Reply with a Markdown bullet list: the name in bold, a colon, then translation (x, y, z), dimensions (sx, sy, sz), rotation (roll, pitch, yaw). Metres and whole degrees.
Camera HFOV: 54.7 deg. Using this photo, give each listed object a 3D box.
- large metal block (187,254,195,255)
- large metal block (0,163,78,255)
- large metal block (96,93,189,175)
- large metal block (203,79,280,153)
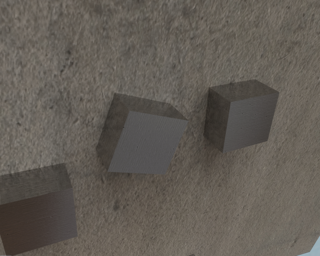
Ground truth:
- **large metal block**: translation (0.046, 0.297, 0.583), dimensions (0.081, 0.080, 0.050), rotation (-9, 122, -24)
- **large metal block**: translation (-0.148, 0.096, 0.370), dimensions (0.081, 0.050, 0.079), rotation (-10, 123, -23)
- **large metal block**: translation (-0.024, 0.009, 0.385), dimensions (0.081, 0.050, 0.079), rotation (8, 114, -33)
- **large metal block**: translation (0.114, -0.018, 0.444), dimensions (0.081, 0.050, 0.079), rotation (-12, 124, -22)
